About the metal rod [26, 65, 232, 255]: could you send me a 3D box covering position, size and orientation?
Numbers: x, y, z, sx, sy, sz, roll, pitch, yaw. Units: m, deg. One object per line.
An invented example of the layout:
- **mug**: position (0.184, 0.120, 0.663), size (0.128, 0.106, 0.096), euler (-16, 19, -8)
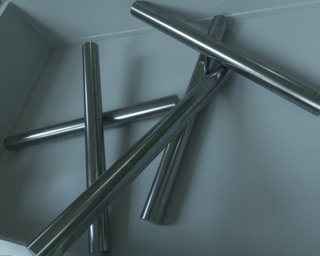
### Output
- **metal rod**: position (-0.005, 0.013, 0.322), size (0.025, 0.025, 0.302), euler (17, 46, 34)

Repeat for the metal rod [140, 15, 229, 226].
- **metal rod**: position (0.039, -0.026, 0.399), size (0.025, 0.025, 0.300), euler (8, 65, 31)

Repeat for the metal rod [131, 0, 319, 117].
- **metal rod**: position (0.069, -0.102, 0.401), size (0.300, 0.025, 0.025), euler (37, 83, 29)

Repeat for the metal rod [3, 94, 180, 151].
- **metal rod**: position (-0.114, -0.003, 0.465), size (0.301, 0.025, 0.025), euler (-12, 57, 21)

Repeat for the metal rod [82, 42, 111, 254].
- **metal rod**: position (-0.088, 0.008, 0.417), size (0.025, 0.025, 0.299), euler (-17, 63, 18)
